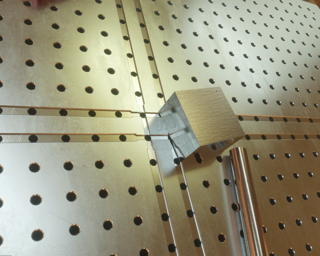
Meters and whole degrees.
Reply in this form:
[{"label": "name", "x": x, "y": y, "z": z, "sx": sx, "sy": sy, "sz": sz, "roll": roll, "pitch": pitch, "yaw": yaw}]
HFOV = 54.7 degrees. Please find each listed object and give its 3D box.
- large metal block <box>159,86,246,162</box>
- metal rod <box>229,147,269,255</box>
[{"label": "large metal block", "x": 0.057, "y": -0.007, "z": 0.427, "sx": 0.081, "sy": 0.050, "sz": 0.080, "roll": -10, "pitch": 67, "yaw": -33}, {"label": "metal rod", "x": 0.120, "y": 0.163, "z": 0.373, "sx": 0.025, "sy": 0.025, "sz": 0.299, "roll": 11, "pitch": 57, "yaw": -23}]
